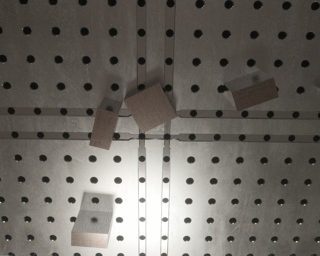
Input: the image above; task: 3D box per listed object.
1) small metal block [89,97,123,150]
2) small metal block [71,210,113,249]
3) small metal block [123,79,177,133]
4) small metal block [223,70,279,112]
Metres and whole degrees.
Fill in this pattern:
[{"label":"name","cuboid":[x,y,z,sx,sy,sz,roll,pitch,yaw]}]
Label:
[{"label":"small metal block","cuboid":[-0.068,-0.007,0.397,0.025,0.050,0.050,15,109,-6]},{"label":"small metal block","cuboid":[-0.098,0.147,0.453,0.050,0.050,0.025,6,110,-3]},{"label":"small metal block","cuboid":[-0.012,-0.029,0.403,0.050,0.025,0.050,-25,109,8]},{"label":"small metal block","cuboid":[0.111,-0.047,0.384,0.050,0.050,0.025,-20,109,7]}]
